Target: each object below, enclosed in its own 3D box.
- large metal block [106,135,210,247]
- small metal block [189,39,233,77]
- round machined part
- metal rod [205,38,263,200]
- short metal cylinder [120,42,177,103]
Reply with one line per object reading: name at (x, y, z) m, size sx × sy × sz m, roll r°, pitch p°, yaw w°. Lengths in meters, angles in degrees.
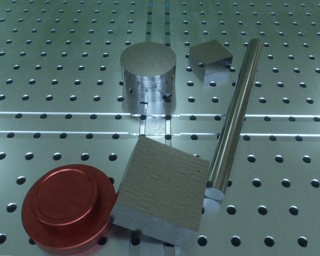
large metal block at (0.000, 0.065, 0.323) m, size 0.080 × 0.050 × 0.080 m, roll 22°, pitch 51°, yaw -6°
small metal block at (0.082, -0.115, 0.505) m, size 0.050 × 0.025 × 0.050 m, roll -21°, pitch 53°, yaw -17°
round machined part at (-0.097, 0.079, 0.329) m, size 0.099 × 0.042 × 0.098 m, roll 0°, pitch 50°, yaw 0°
metal rod at (0.112, -0.034, 0.437) m, size 0.025 × 0.025 × 0.301 m, roll 16°, pitch 52°, yaw 12°
short metal cylinder at (-0.017, -0.084, 0.462) m, size 0.081 × 0.050 × 0.080 m, roll 0°, pitch 50°, yaw 0°
